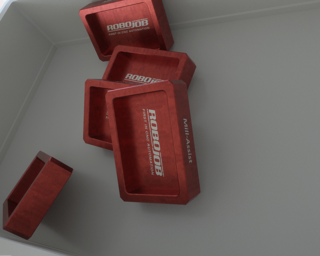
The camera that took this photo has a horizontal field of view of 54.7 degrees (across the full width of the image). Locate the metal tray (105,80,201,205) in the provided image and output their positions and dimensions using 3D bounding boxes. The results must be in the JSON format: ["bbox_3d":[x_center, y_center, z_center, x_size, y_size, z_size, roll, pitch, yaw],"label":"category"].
[{"bbox_3d":[-0.009,0.017,0.347,0.090,0.030,0.129,-6,94,31],"label":"metal tray"}]

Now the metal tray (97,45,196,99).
[{"bbox_3d":[-0.024,-0.067,0.443,0.130,0.030,0.090,16,81,33],"label":"metal tray"}]

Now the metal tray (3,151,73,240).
[{"bbox_3d":[-0.161,0.078,0.399,0.090,0.030,0.130,-60,23,-15],"label":"metal tray"}]

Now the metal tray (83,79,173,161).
[{"bbox_3d":[-0.043,-0.014,0.403,0.130,0.030,0.089,12,103,33],"label":"metal tray"}]

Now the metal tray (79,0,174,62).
[{"bbox_3d":[-0.052,-0.156,0.484,0.130,0.090,0.030,0,39,28],"label":"metal tray"}]
